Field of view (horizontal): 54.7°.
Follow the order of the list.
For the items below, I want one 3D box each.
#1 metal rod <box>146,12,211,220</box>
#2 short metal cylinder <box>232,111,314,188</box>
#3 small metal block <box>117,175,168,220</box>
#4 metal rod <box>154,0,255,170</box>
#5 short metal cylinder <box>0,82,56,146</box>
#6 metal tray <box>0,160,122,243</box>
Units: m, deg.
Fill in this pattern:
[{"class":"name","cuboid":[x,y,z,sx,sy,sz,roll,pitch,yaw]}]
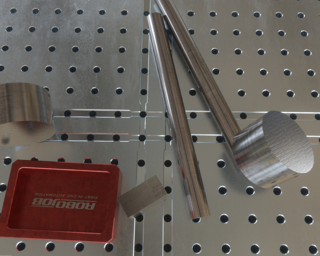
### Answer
[{"class":"metal rod","cuboid":[0.020,-0.030,0.422,0.025,0.025,0.299,-10,70,-4]},{"class":"short metal cylinder","cuboid":[0.135,0.026,0.372,0.081,0.050,0.080,17,53,-24]},{"class":"small metal block","cuboid":[-0.020,0.084,0.368,0.050,0.050,0.025,-30,73,-10]},{"class":"metal rod","cuboid":[0.057,-0.081,0.441,0.025,0.025,0.299,-21,72,-8]},{"class":"short metal cylinder","cuboid":[-0.176,-0.015,0.386,0.081,0.080,0.050,-13,71,-5]},{"class":"metal tray","cuboid":[-0.116,0.088,0.375,0.131,0.030,0.090,3,70,0]}]
